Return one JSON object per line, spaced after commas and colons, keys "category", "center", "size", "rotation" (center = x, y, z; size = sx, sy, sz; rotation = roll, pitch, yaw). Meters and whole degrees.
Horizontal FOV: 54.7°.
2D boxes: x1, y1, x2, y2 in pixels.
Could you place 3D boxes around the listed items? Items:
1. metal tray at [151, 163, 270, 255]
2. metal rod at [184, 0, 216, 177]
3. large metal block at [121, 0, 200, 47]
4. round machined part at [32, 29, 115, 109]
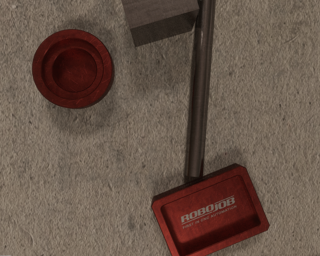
{"category": "metal tray", "center": [0.064, 0.112, 0.408], "size": [0.131, 0.030, 0.090], "rotation": [-22, 90, -1]}
{"category": "metal rod", "center": [0.055, -0.086, 0.410], "size": [0.025, 0.025, 0.298], "rotation": [4, 90, -1]}
{"category": "large metal block", "center": [-0.002, -0.145, 0.382], "size": [0.080, 0.080, 0.050], "rotation": [-16, 90, 0]}
{"category": "round machined part", "center": [-0.108, -0.073, 0.400], "size": [0.099, 0.042, 0.097], "rotation": [0, 90, -1]}
